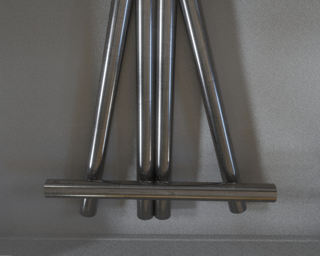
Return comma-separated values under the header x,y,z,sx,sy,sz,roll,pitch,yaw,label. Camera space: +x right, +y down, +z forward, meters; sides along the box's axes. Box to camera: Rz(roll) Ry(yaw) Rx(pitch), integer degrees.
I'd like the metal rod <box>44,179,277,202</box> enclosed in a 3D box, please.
x,y,z,sx,sy,sz,roll,pitch,yaw,label
0.001,0.083,0.413,0.302,0.025,0.025,1,110,-1,metal rod

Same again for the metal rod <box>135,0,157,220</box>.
x,y,z,sx,sy,sz,roll,pitch,yaw,label
-0.019,-0.011,0.406,0.025,0.025,0.298,1,110,-1,metal rod

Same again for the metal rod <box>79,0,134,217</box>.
x,y,z,sx,sy,sz,roll,pitch,yaw,label
-0.074,-0.013,0.404,0.025,0.025,0.298,11,110,-4,metal rod

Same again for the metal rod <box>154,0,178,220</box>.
x,y,z,sx,sy,sz,roll,pitch,yaw,label
0.006,-0.011,0.406,0.025,0.025,0.298,1,110,0,metal rod

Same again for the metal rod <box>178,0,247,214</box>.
x,y,z,sx,sy,sz,roll,pitch,yaw,label
0.074,-0.017,0.404,0.025,0.025,0.298,-15,110,5,metal rod
